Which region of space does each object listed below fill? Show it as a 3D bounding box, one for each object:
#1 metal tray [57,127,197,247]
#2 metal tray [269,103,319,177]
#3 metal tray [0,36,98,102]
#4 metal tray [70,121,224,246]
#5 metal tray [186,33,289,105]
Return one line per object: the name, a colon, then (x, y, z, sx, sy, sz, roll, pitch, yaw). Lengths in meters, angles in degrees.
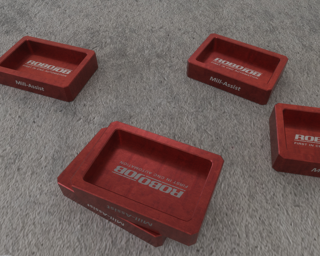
metal tray: (-0.035, 0.060, 0.349, 0.130, 0.030, 0.090, 23, 54, 18)
metal tray: (0.208, 0.018, 0.386, 0.131, 0.030, 0.090, 8, 50, 6)
metal tray: (-0.174, -0.094, 0.477, 0.130, 0.030, 0.090, 15, 52, 12)
metal tray: (-0.011, 0.051, 0.317, 0.130, 0.030, 0.090, 18, 52, 14)
metal tray: (0.119, -0.095, 0.480, 0.130, 0.030, 0.090, 25, 54, 19)
